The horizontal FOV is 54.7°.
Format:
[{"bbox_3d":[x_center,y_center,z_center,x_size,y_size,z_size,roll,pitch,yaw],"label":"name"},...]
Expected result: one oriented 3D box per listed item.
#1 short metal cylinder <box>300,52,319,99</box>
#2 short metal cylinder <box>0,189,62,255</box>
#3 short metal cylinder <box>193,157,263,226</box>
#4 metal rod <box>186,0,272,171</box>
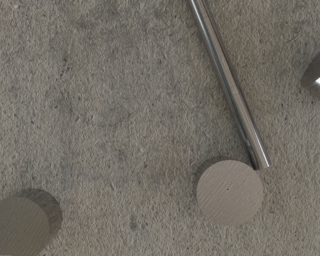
[{"bbox_3d":[0.224,-0.070,0.384,0.050,0.080,0.080,34,90,0],"label":"short metal cylinder"},{"bbox_3d":[-0.173,0.122,0.396,0.081,0.050,0.079,0,90,0],"label":"short metal cylinder"},{"bbox_3d":[0.084,0.078,0.398,0.081,0.050,0.079,0,90,0],"label":"short metal cylinder"},{"bbox_3d":[0.081,-0.087,0.410,0.025,0.025,0.299,-22,90,0],"label":"metal rod"}]
